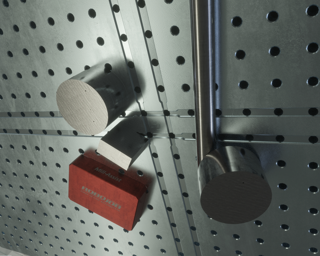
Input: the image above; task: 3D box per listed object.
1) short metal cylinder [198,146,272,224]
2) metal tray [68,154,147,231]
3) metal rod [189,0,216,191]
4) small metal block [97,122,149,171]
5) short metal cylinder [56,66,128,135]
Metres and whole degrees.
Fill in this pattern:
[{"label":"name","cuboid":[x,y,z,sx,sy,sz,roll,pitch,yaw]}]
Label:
[{"label":"short metal cylinder","cuboid":[0.088,0.069,0.374,0.080,0.050,0.079,1,119,2]},{"label":"metal tray","cuboid":[-0.092,0.110,0.524,0.130,0.030,0.089,23,127,13]},{"label":"metal rod","cuboid":[0.051,-0.045,0.356,0.025,0.025,0.298,8,122,24]},{"label":"small metal block","cuboid":[-0.052,0.025,0.438,0.050,0.050,0.025,31,128,8]},{"label":"short metal cylinder","cuboid":[-0.091,-0.037,0.420,0.080,0.050,0.079,13,124,21]}]
